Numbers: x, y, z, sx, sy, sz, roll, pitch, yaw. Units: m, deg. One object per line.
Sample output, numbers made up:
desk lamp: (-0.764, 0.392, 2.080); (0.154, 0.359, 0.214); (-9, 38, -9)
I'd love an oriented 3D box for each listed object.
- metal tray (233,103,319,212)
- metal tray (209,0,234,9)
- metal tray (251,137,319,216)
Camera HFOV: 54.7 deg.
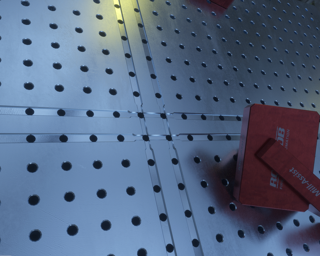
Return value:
metal tray: (0.152, 0.038, 0.407); (0.091, 0.030, 0.129); (7, 89, -1)
metal tray: (0.116, -0.325, 0.668); (0.091, 0.030, 0.130); (18, 54, -18)
metal tray: (0.179, 0.066, 0.425); (0.130, 0.090, 0.030); (42, 91, 1)
